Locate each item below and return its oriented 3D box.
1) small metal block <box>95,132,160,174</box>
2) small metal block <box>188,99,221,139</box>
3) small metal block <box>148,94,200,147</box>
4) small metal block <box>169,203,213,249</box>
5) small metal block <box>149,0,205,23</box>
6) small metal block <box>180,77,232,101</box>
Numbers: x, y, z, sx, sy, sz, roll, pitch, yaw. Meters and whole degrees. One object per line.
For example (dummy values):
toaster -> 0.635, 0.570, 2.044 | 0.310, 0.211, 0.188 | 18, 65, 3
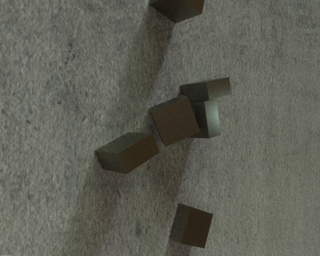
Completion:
small metal block -> -0.038, 0.027, 0.358 | 0.050, 0.050, 0.025 | -31, 110, -36
small metal block -> 0.055, -0.013, 0.437 | 0.025, 0.050, 0.050 | -15, 100, -40
small metal block -> 0.019, -0.010, 0.408 | 0.050, 0.025, 0.050 | -23, 107, -5
small metal block -> 0.046, 0.141, 0.446 | 0.050, 0.025, 0.050 | 28, 72, -37
small metal block -> 0.023, -0.168, 0.409 | 0.050, 0.050, 0.025 | 22, 77, -38
small metal block -> 0.066, -0.055, 0.446 | 0.050, 0.050, 0.025 | -17, 102, -39
